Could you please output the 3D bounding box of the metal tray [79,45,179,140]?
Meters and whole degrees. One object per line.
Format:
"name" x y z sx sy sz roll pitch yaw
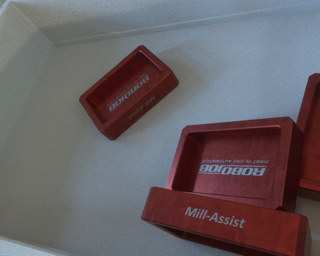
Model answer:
"metal tray" -0.048 -0.055 0.459 0.130 0.030 0.090 -41 51 0

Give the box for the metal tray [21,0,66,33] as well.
"metal tray" -0.263 -0.288 0.716 0.090 0.030 0.130 -14 56 20

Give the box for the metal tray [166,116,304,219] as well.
"metal tray" 0.071 0.039 0.318 0.130 0.030 0.090 -5 58 43

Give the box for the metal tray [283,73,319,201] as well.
"metal tray" 0.181 0.010 0.301 0.090 0.030 0.130 11 67 32

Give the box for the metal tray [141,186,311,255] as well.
"metal tray" 0.060 0.090 0.276 0.130 0.090 0.030 5 64 30
